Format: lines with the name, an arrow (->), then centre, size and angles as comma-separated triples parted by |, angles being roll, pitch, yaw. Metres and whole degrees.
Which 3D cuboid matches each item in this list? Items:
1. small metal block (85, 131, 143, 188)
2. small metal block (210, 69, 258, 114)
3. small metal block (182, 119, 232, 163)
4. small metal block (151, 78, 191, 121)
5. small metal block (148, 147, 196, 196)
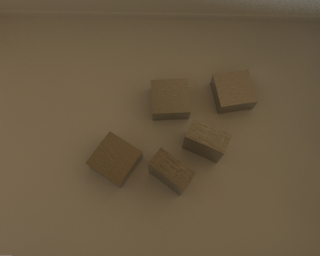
small metal block -> -0.057, 0.040, 0.394 | 0.050, 0.025, 0.050 | 32, 73, 10
small metal block -> 0.101, -0.050, 0.429 | 0.050, 0.025, 0.050 | -8, 70, -4
small metal block -> 0.058, 0.018, 0.391 | 0.050, 0.050, 0.025 | 24, 72, 8
small metal block -> 0.014, -0.039, 0.424 | 0.050, 0.025, 0.050 | -3, 70, -2
small metal block -> 0.013, 0.054, 0.377 | 0.050, 0.050, 0.025 | 36, 74, 12
